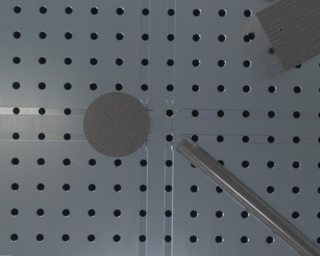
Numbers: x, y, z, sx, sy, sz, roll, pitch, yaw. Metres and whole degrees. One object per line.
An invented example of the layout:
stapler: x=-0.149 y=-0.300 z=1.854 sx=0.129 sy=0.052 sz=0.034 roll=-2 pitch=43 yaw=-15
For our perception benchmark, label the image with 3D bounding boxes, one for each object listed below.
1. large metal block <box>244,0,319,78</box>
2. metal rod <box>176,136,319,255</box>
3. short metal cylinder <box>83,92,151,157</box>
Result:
large metal block: x=0.170 y=-0.122 z=0.402 sx=0.080 sy=0.050 sz=0.080 roll=-27 pitch=90 yaw=0
metal rod: x=0.144 y=0.117 z=0.414 sx=0.300 sy=0.025 sz=0.025 roll=40 pitch=90 yaw=0
short metal cylinder: x=-0.053 y=-0.004 z=0.400 sx=0.081 sy=0.050 sz=0.079 roll=0 pitch=90 yaw=0
